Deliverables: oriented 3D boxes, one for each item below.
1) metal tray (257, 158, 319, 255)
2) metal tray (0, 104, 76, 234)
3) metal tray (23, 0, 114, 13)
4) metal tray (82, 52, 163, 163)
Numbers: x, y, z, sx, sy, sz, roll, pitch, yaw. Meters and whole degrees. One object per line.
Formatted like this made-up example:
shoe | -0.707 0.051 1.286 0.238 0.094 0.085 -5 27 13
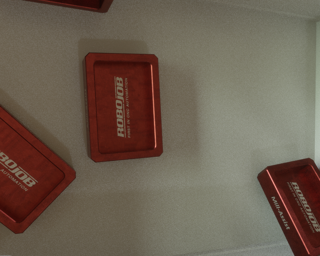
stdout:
metal tray | 0.211 0.113 0.449 0.091 0.030 0.130 -7 60 -21
metal tray | -0.172 0.041 0.344 0.130 0.030 0.090 46 76 -14
metal tray | -0.114 -0.163 0.333 0.131 0.090 0.030 2 90 -20
metal tray | -0.046 -0.026 0.390 0.091 0.030 0.129 -4 91 -20
